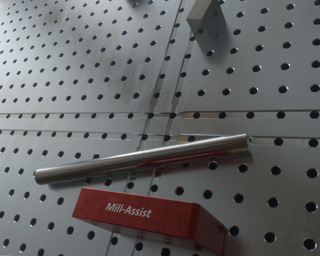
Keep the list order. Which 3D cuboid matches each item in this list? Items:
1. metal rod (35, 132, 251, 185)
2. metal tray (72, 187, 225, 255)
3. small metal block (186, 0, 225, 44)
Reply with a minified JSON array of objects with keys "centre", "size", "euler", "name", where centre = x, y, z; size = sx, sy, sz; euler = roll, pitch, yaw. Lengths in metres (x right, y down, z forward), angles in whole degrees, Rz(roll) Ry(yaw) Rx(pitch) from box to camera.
[{"centre":[-0.038,0.044,0.401],"size":[0.301,0.025,0.025],"euler":[-11,57,22],"name":"metal rod"},{"centre":[-0.010,0.094,0.313],"size":[0.130,0.090,0.030],"euler":[1,63,28],"name":"metal tray"},{"centre":[0.068,-0.160,0.455],"size":[0.025,0.050,0.050],"euler":[15,70,34],"name":"small metal block"}]
